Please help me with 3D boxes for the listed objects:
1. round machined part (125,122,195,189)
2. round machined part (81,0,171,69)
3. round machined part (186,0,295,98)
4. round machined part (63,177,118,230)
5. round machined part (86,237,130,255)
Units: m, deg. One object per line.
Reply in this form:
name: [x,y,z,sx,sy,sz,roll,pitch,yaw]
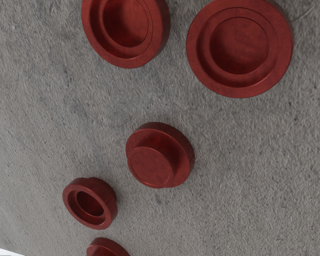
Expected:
round machined part: [-0.005,0.044,0.426,0.098,0.042,0.097,13,124,21]
round machined part: [-0.033,-0.119,0.340,0.098,0.042,0.097,13,124,21]
round machined part: [0.079,-0.082,0.303,0.098,0.042,0.097,13,124,21]
round machined part: [-0.114,0.124,0.533,0.098,0.042,0.097,13,124,21]
round machined part: [-0.107,0.271,0.620,0.098,0.042,0.097,13,124,21]
